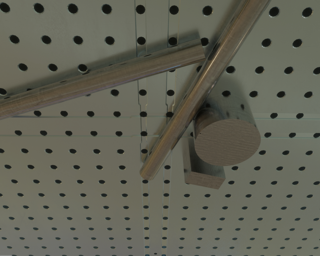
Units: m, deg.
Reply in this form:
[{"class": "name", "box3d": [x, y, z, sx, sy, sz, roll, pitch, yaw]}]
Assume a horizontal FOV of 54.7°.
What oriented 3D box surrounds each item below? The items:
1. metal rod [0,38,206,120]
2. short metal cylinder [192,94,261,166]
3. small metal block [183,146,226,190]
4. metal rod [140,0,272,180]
[{"class": "metal rod", "box3d": [-0.096, -0.050, 0.368, 0.301, 0.025, 0.025, -14, 129, 11]}, {"class": "short metal cylinder", "box3d": [0.083, 0.004, 0.399, 0.081, 0.050, 0.079, 0, 130, 0]}, {"class": "small metal block", "box3d": [0.062, 0.056, 0.444, 0.050, 0.050, 0.025, 13, 129, -11]}, {"class": "metal rod", "box3d": [0.041, -0.034, 0.382, 0.025, 0.025, 0.298, 19, 128, -15]}]
